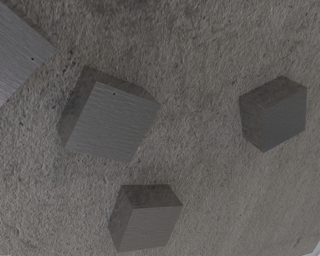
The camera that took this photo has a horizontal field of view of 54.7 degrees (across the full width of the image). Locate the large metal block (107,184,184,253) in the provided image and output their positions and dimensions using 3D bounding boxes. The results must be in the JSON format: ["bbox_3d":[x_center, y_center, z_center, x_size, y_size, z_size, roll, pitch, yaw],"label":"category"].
[{"bbox_3d":[-0.023,0.132,0.459,0.081,0.050,0.079,5,116,-31],"label":"large metal block"}]

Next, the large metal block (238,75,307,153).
[{"bbox_3d":[0.171,-0.022,0.471,0.080,0.050,0.080,-27,128,-12],"label":"large metal block"}]

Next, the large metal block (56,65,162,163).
[{"bbox_3d":[-0.059,-0.014,0.350,0.081,0.050,0.080,18,109,-35],"label":"large metal block"}]

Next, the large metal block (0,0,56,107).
[{"bbox_3d":[-0.151,-0.073,0.263,0.080,0.050,0.080,-45,129,3],"label":"large metal block"}]
